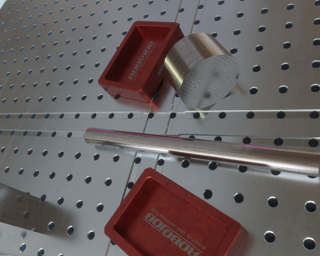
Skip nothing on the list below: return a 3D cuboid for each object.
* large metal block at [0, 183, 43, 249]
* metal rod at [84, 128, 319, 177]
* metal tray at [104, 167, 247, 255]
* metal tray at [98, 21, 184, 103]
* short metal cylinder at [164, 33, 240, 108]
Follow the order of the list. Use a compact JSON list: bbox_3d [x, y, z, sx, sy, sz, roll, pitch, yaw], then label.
[{"bbox_3d":[-0.218,0.121,0.413,0.080,0.080,0.050,-24,53,14],"label":"large metal block"},{"bbox_3d":[0.027,0.024,0.379,0.300,0.025,0.025,5,64,30],"label":"metal rod"},{"bbox_3d":[0.012,0.110,0.330,0.130,0.030,0.090,27,76,37],"label":"metal tray"},{"bbox_3d":[-0.028,-0.108,0.486,0.090,0.030,0.130,16,70,34],"label":"metal tray"},{"bbox_3d":[0.051,-0.071,0.390,0.080,0.080,0.050,-34,52,6],"label":"short metal cylinder"}]
